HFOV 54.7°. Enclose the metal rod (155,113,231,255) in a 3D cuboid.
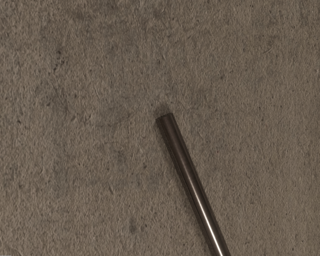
[{"bbox_3d":[0.062,0.121,0.433,0.025,0.025,0.299,-26,99,-19],"label":"metal rod"}]
